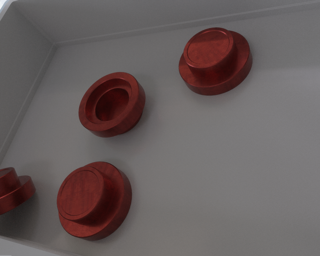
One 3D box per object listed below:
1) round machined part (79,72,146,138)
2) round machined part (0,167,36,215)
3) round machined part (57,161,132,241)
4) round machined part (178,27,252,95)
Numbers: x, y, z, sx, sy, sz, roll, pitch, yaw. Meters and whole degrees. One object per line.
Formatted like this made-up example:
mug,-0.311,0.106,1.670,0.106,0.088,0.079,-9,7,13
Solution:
round machined part,-0.064,-0.029,0.447,0.098,0.042,0.098,-13,56,21
round machined part,-0.228,0.087,0.427,0.098,0.042,0.098,-16,12,4
round machined part,-0.089,0.087,0.388,0.098,0.042,0.098,-13,56,21
round machined part,0.070,-0.096,0.417,0.098,0.042,0.098,-13,56,21
